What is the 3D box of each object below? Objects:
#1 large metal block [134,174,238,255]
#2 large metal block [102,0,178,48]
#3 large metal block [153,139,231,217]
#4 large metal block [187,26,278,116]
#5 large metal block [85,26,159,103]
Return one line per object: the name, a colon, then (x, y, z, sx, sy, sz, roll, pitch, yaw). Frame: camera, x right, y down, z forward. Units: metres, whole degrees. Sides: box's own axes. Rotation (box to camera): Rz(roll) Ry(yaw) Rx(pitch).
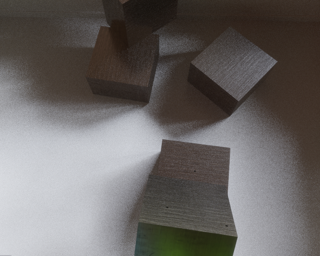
large metal block: (0.022, 0.091, 0.294, 0.080, 0.080, 0.050, 8, 110, 1)
large metal block: (-0.024, -0.161, 0.386, 0.080, 0.080, 0.050, -36, 74, -13)
large metal block: (0.037, 0.064, 0.374, 0.080, 0.050, 0.080, 7, 70, 2)
large metal block: (0.096, -0.077, 0.426, 0.080, 0.050, 0.080, 42, 75, 13)
large metal block: (-0.048, -0.087, 0.428, 0.080, 0.050, 0.080, 10, 70, 3)
